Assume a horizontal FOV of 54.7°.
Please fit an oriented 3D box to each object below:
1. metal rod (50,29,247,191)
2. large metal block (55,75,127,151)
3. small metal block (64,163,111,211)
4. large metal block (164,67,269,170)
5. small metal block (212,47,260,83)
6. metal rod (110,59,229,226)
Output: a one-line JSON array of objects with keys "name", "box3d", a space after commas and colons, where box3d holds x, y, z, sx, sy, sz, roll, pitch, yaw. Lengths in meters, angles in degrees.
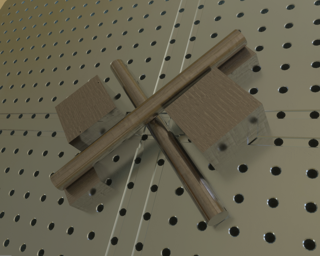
[{"name": "metal rod", "box3d": [-0.015, -0.022, 0.397, 0.300, 0.025, 0.025, -38, 51, 2]}, {"name": "large metal block", "box3d": [-0.097, -0.018, 0.454, 0.080, 0.050, 0.080, -37, 51, 3]}, {"name": "small metal block", "box3d": [-0.101, 0.073, 0.417, 0.050, 0.025, 0.050, -39, 51, 2]}, {"name": "large metal block", "box3d": [0.066, -0.012, 0.365, 0.080, 0.050, 0.080, -40, 51, 1]}, {"name": "small metal block", "box3d": [0.095, -0.088, 0.413, 0.050, 0.025, 0.050, -38, 51, 3]}, {"name": "metal rod", "box3d": [-0.005, -0.004, 0.412, 0.025, 0.025, 0.300, -37, 51, 4]}]
